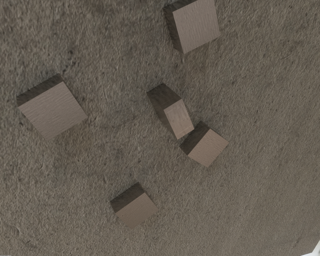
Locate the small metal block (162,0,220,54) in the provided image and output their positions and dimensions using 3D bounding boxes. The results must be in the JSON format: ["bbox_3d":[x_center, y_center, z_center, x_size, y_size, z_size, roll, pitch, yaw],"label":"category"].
[{"bbox_3d":[0.037,-0.120,0.352,0.050,0.025,0.050,-29,128,-10],"label":"small metal block"}]

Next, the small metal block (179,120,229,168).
[{"bbox_3d":[0.066,0.024,0.458,0.050,0.025,0.050,32,100,-38],"label":"small metal block"}]

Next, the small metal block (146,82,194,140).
[{"bbox_3d":[0.013,-0.021,0.384,0.025,0.050,0.050,-32,129,-7],"label":"small metal block"}]

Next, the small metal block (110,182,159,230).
[{"bbox_3d":[-0.037,0.115,0.458,0.050,0.025,0.050,-35,129,-5],"label":"small metal block"}]

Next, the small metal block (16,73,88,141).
[{"bbox_3d":[-0.114,-0.022,0.331,0.050,0.025,0.050,-32,129,-7],"label":"small metal block"}]
